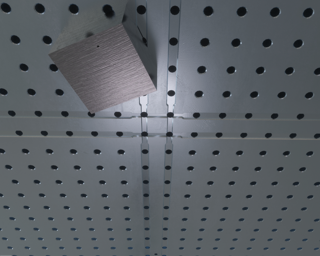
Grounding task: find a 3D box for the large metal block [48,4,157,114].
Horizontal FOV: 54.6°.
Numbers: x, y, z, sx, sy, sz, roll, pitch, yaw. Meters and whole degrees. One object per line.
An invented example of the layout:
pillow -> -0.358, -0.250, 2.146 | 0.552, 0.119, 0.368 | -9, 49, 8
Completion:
large metal block -> -0.056, -0.072, 0.334 | 0.080, 0.050, 0.080 | -18, 128, 14
